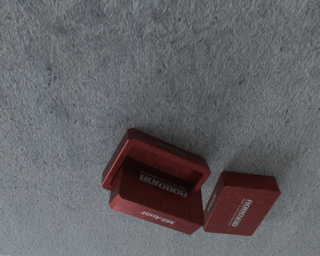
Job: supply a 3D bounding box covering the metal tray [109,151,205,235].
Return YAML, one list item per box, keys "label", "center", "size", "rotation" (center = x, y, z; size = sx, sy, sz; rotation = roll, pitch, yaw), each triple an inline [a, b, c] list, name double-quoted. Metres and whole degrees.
- label: "metal tray"
  center: [-0.001, 0.088, 0.438]
  size: [0.131, 0.090, 0.030]
  rotation: [25, 128, -20]

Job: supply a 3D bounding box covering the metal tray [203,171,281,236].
- label: "metal tray"
  center: [0.130, 0.129, 0.515]
  size: [0.091, 0.030, 0.129]
  rotation: [7, 130, -7]

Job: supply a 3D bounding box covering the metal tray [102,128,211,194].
- label: "metal tray"
  center: [-0.005, 0.065, 0.443]
  size: [0.131, 0.030, 0.089]
  rotation: [24, 112, -19]
